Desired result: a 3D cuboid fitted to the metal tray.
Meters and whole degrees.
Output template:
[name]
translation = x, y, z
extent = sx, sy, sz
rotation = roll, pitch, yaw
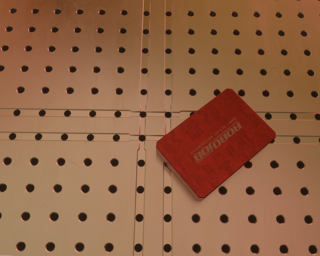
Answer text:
[metal tray]
translation = 0.071, 0.019, 0.403
extent = 0.131, 0.030, 0.090
rotation = -37, 75, -13
